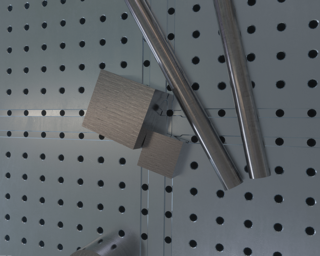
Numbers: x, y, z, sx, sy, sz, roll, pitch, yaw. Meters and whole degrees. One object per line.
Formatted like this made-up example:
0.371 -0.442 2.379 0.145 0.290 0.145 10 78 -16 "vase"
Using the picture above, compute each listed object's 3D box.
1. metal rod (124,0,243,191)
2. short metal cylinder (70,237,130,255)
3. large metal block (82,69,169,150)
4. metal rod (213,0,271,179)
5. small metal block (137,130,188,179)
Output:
0.024 -0.060 0.404 0.025 0.025 0.299 -30 80 17 "metal rod"
-0.086 0.200 0.429 0.080 0.050 0.079 0 90 20 "short metal cylinder"
-0.046 -0.025 0.416 0.080 0.050 0.080 23 98 18 "large metal block"
0.092 -0.088 0.380 0.025 0.025 0.298 -12 86 19 "metal rod"
0.004 0.033 0.411 0.050 0.025 0.050 19 96 18 "small metal block"
